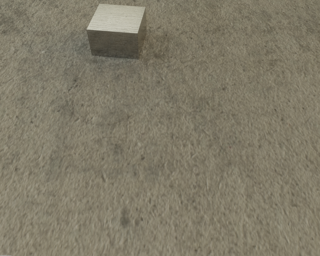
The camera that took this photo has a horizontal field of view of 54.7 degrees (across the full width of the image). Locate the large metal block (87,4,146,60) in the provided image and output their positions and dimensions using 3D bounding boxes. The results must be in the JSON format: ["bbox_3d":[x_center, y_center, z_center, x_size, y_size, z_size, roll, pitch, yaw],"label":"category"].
[{"bbox_3d":[-0.070,-0.164,0.524,0.080,0.050,0.080,6,50,4],"label":"large metal block"}]
